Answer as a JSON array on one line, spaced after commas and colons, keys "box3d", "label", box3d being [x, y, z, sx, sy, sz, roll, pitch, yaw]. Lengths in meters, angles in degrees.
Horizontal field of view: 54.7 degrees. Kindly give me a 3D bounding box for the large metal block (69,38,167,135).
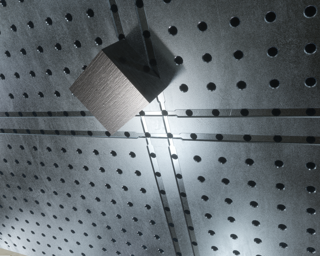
[{"box3d": [-0.053, -0.051, 0.390, 0.080, 0.050, 0.080, 48, 128, -6], "label": "large metal block"}]
